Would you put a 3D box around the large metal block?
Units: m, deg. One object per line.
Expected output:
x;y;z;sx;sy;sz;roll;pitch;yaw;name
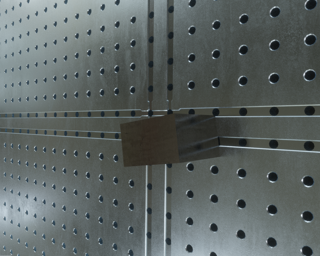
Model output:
0.012;0.015;0.364;0.080;0.081;0.050;-10;84;40;large metal block
